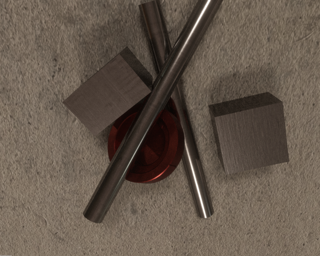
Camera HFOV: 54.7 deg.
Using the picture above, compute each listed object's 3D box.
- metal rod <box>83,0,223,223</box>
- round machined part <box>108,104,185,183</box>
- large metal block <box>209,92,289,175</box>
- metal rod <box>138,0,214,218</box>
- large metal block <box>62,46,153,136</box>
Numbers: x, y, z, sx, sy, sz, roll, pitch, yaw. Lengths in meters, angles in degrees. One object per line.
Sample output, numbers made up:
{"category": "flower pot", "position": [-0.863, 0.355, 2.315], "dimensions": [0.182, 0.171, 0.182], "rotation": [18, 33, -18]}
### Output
{"category": "metal rod", "position": [-0.008, -0.026, 0.359], "dimensions": [0.025, 0.025, 0.299], "rotation": [28, 92, -10]}
{"category": "round machined part", "position": [-0.014, 0.021, 0.390], "dimensions": [0.098, 0.042, 0.098], "rotation": [-7, 75, 26]}
{"category": "large metal block", "position": [0.113, 0.006, 0.400], "dimensions": [0.080, 0.050, 0.080], "rotation": [-13, 110, 4]}
{"category": "metal rod", "position": [0.027, -0.010, 0.406], "dimensions": [0.025, 0.025, 0.298], "rotation": [-15, 110, 5]}
{"category": "large metal block", "position": [-0.056, -0.046, 0.363], "dimensions": [0.080, 0.080, 0.050], "rotation": [-37, 106, 12]}
